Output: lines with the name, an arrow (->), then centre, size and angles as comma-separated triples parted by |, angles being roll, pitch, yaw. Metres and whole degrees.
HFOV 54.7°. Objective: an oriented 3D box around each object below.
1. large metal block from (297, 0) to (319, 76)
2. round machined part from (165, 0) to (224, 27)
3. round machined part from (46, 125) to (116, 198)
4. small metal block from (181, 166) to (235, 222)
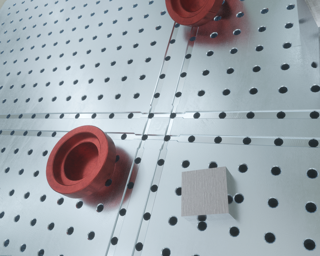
large metal block -> 0.191, -0.119, 0.346 | 0.050, 0.080, 0.080 | -16, 55, 19
round machined part -> 0.058, -0.204, 0.472 | 0.098, 0.042, 0.097 | 7, 100, 42
round machined part -> -0.101, 0.048, 0.421 | 0.098, 0.042, 0.098 | -13, 56, 21
small metal block -> 0.051, 0.073, 0.337 | 0.050, 0.025, 0.050 | -11, 57, 22
